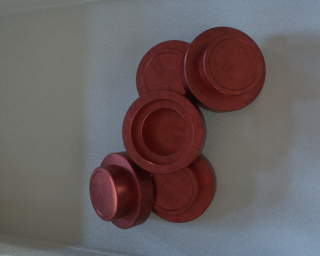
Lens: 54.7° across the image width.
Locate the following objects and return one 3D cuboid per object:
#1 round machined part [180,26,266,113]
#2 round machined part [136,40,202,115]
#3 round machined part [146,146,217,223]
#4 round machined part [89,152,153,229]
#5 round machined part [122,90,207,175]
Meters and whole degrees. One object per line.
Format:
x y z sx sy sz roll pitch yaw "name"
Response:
0.075 -0.067 0.350 0.099 0.042 0.097 0 87 -11 "round machined part"
0.014 -0.063 0.394 0.098 0.042 0.097 0 90 19 "round machined part"
0.019 0.072 0.392 0.098 0.042 0.097 0 90 19 "round machined part"
-0.056 0.081 0.396 0.098 0.042 0.097 6 98 49 "round machined part"
0.008 0.005 0.373 0.098 0.042 0.097 0 90 19 "round machined part"
